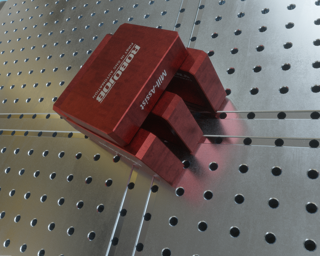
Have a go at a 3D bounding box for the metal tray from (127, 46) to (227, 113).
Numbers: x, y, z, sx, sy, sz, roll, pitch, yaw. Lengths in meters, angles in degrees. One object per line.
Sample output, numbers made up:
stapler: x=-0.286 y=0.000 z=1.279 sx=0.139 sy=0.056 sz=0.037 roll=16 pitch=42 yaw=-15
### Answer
metal tray: x=0.013 y=-0.070 z=0.402 sx=0.130 sy=0.090 sz=0.030 roll=23 pitch=75 yaw=36

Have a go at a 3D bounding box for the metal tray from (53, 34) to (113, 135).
metal tray: x=-0.087 y=-0.057 z=0.445 sx=0.030 sy=0.090 sz=0.130 roll=29 pitch=76 yaw=15

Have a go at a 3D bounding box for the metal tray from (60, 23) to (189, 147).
metal tray: x=-0.040 y=-0.053 z=0.343 sx=0.090 sy=0.030 sz=0.130 roll=23 pitch=74 yaw=36

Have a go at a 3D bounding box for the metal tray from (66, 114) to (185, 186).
metal tray: x=-0.043 y=0.017 z=0.379 sx=0.130 sy=0.090 sz=0.030 roll=23 pitch=75 yaw=36

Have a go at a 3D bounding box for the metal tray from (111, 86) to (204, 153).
metal tray: x=-0.018 y=-0.021 z=0.389 sx=0.130 sy=0.090 sz=0.030 roll=22 pitch=73 yaw=35
